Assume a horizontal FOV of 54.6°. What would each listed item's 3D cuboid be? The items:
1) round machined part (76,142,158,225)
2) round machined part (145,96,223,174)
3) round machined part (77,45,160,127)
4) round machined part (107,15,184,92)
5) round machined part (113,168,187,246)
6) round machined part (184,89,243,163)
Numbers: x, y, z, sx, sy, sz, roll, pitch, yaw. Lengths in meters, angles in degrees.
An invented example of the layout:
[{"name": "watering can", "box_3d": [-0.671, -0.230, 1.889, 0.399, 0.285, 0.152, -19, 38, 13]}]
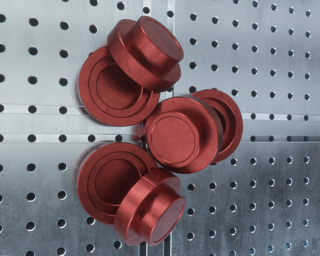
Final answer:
[{"name": "round machined part", "box_3d": [-0.053, 0.065, 0.383, 0.099, 0.042, 0.097, 0, 90, -20]}, {"name": "round machined part", "box_3d": [0.024, 0.010, 0.380, 0.042, 0.098, 0.098, -22, 100, -61]}, {"name": "round machined part", "box_3d": [-0.052, -0.050, 0.383, 0.099, 0.042, 0.097, 0, 90, -20]}, {"name": "round machined part", "box_3d": [-0.010, -0.094, 0.370, 0.098, 0.042, 0.098, 32, 36, -26]}, {"name": "round machined part", "box_3d": [-0.005, 0.100, 0.371, 0.099, 0.042, 0.097, -39, 146, -32]}, {"name": "round machined part", "box_3d": [0.060, -0.003, 0.425, 0.099, 0.042, 0.097, 0, 90, -20]}]
